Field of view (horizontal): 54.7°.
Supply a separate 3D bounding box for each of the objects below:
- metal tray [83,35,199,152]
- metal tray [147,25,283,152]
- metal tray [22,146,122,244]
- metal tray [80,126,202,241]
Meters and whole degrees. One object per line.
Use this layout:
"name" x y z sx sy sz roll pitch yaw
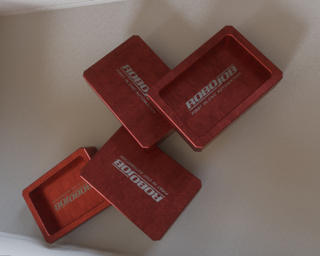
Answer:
"metal tray" -0.024 -0.045 0.398 0.090 0.030 0.130 -39 77 -8
"metal tray" 0.062 -0.046 0.361 0.130 0.030 0.090 -40 77 -7
"metal tray" -0.129 0.097 0.451 0.130 0.030 0.090 -35 79 16
"metal tray" -0.024 0.067 0.396 0.130 0.030 0.090 37 76 16
